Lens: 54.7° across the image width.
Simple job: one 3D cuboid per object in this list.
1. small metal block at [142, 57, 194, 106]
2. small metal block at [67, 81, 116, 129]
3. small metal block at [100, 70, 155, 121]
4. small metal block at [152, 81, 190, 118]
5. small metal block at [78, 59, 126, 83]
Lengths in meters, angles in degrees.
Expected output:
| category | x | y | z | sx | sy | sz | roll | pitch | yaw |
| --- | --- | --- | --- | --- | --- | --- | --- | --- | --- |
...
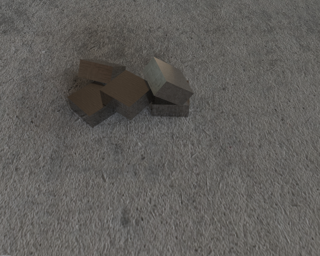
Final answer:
| category | x | y | z | sx | sy | sz | roll | pitch | yaw |
| --- | --- | --- | --- | --- | --- | --- | --- | --- | --- |
| small metal block | 0.010 | -0.061 | 0.407 | 0.050 | 0.025 | 0.050 | 17 | 37 | -41 |
| small metal block | -0.091 | -0.034 | 0.432 | 0.050 | 0.025 | 0.050 | 38 | 59 | 27 |
| small metal block | -0.042 | -0.044 | 0.407 | 0.050 | 0.025 | 0.050 | 31 | 56 | 23 |
| small metal block | 0.015 | -0.042 | 0.440 | 0.050 | 0.025 | 0.050 | 2 | 50 | 1 |
| small metal block | -0.085 | -0.084 | 0.459 | 0.050 | 0.025 | 0.050 | 15 | 15 | 11 |
